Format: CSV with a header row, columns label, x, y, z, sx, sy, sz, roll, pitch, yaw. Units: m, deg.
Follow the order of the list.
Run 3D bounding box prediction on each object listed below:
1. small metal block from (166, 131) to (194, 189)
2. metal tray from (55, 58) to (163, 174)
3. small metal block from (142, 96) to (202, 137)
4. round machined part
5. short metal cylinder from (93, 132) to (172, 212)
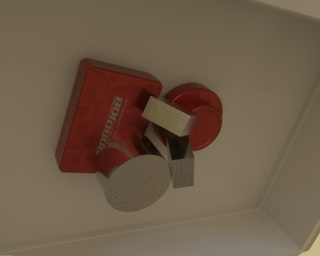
label,x,y,z,sx,sy,sz,roll,pitch,yaw
small metal block,0.024,0.037,0.378,0.025,0.050,0.050,-7,130,-3
metal tray,-0.061,-0.007,0.364,0.091,0.030,0.129,8,114,-32
small metal block,0.015,-0.014,0.358,0.025,0.050,0.050,-65,163,12
round machined part,0.044,-0.008,0.416,0.099,0.042,0.097,-14,125,-21
short metal cylinder,-0.033,0.051,0.367,0.081,0.050,0.079,-14,125,-21
